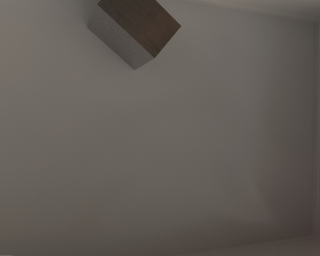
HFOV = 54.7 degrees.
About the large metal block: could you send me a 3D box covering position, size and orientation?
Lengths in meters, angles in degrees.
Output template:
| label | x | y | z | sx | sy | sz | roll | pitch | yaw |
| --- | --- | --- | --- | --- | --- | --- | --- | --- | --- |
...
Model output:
| label | x | y | z | sx | sy | sz | roll | pitch | yaw |
| --- | --- | --- | --- | --- | --- | --- | --- | --- | --- |
| large metal block | -0.034 | -0.121 | 0.369 | 0.080 | 0.080 | 0.050 | 41 | 77 | -16 |
